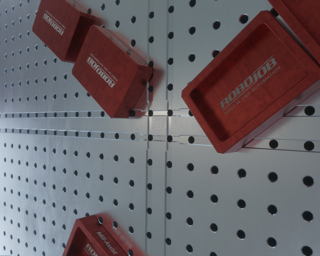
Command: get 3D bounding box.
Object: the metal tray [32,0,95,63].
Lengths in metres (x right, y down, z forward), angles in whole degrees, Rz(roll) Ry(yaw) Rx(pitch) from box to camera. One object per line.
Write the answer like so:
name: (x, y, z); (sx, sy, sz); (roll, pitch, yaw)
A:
metal tray: (-0.176, -0.185, 0.553); (0.130, 0.030, 0.090); (43, 116, 31)

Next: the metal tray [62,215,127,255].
metal tray: (-0.098, 0.214, 0.488); (0.130, 0.030, 0.089); (37, 112, 34)

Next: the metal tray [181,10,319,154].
metal tray: (0.093, -0.044, 0.330); (0.129, 0.030, 0.090); (-44, 64, 31)

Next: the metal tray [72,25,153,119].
metal tray: (-0.077, -0.086, 0.471); (0.130, 0.030, 0.090); (45, 117, 30)

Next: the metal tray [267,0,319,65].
metal tray: (0.157, -0.121, 0.276); (0.090, 0.030, 0.130); (-41, 65, 32)
